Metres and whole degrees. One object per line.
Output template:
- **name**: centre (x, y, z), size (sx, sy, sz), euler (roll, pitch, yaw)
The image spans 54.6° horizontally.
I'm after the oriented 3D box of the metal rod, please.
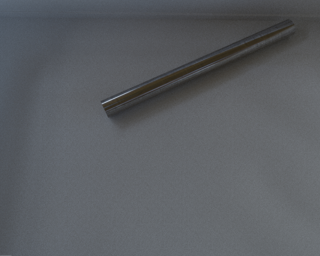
- **metal rod**: centre (0.060, -0.088, 0.442), size (0.301, 0.025, 0.025), euler (-25, 72, -9)
